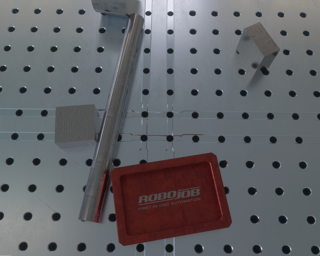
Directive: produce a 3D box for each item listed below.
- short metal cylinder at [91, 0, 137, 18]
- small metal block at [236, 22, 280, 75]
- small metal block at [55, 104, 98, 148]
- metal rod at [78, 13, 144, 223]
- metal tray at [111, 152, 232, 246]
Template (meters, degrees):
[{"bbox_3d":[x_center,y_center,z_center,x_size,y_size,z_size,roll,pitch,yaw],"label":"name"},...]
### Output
[{"bbox_3d":[-0.064,-0.209,0.458,0.050,0.080,0.080,11,71,4],"label":"short metal cylinder"},{"bbox_3d":[0.137,-0.112,0.440,0.025,0.050,0.050,-25,72,-9],"label":"small metal block"},{"bbox_3d":[-0.110,-0.002,0.412,0.050,0.025,0.050,-4,70,-2],"label":"small metal block"},{"bbox_3d":[-0.061,-0.027,0.420,0.025,0.025,0.299,9,70,3],"label":"metal rod"},{"bbox_3d":[0.012,0.086,0.377,0.131,0.030,0.090,-9,70,-4],"label":"metal tray"}]
